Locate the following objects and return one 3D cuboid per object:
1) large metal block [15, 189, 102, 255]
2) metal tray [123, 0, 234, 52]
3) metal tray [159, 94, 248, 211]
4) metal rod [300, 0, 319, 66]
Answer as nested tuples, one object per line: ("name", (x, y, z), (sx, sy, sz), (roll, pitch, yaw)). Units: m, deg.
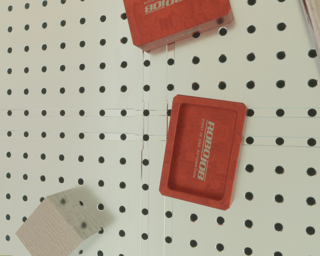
("large metal block", (-0.147, 0.150, 0.451), (0.080, 0.050, 0.080), (45, 104, 14))
("metal tray", (0.020, -0.164, 0.403), (0.130, 0.030, 0.090), (-14, 85, 19))
("metal tray", (0.054, 0.028, 0.390), (0.090, 0.030, 0.129), (10, 93, 19))
("metal rod", (0.189, -0.082, 0.345), (0.025, 0.025, 0.298), (-16, 85, 19))
